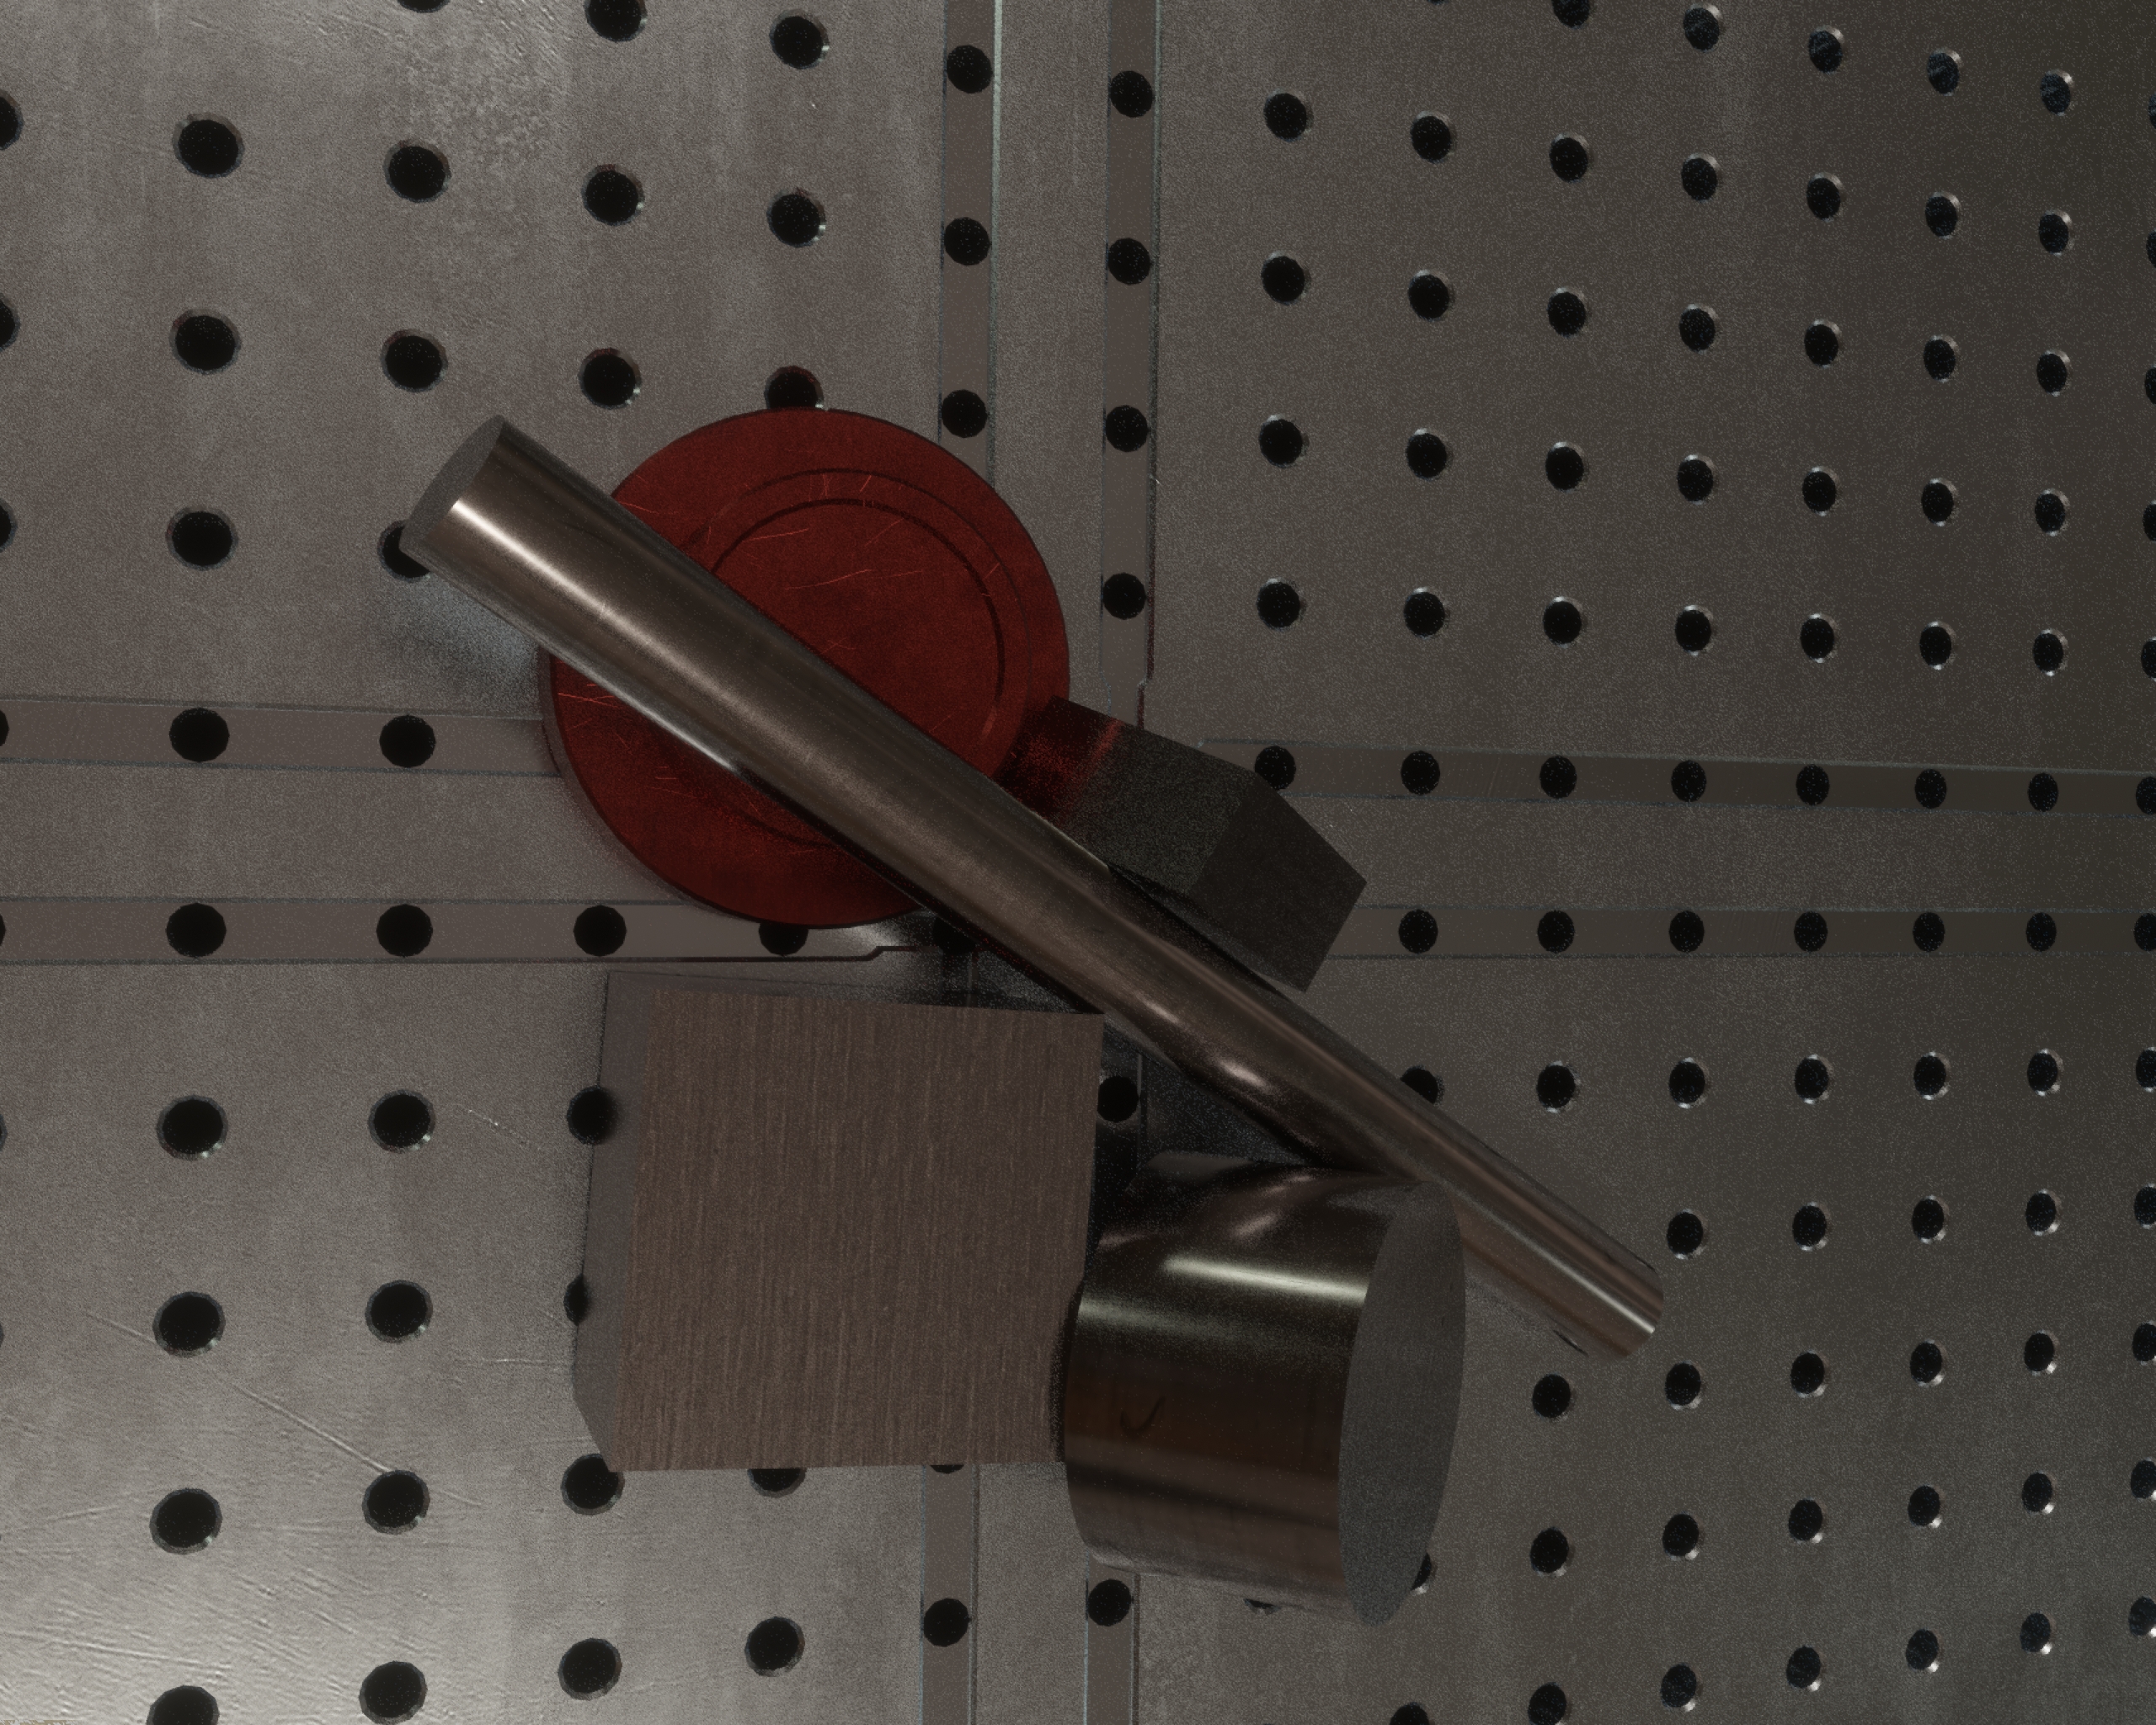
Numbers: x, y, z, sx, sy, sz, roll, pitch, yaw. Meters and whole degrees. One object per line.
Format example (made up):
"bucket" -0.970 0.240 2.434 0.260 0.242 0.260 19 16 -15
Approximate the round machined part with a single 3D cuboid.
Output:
"round machined part" -0.047 -0.036 0.387 0.099 0.042 0.097 0 90 -21

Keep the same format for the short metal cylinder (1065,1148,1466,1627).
"short metal cylinder" 0.038 0.097 0.392 0.080 0.050 0.079 4 90 -65

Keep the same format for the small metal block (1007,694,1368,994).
"small metal block" 0.019 -0.003 0.397 0.025 0.050 0.050 -60 142 -7

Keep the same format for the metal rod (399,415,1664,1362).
"metal rod" 0.012 0.021 0.384 0.301 0.025 0.025 36 78 -30

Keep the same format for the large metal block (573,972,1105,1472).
"large metal block" -0.045 0.064 0.381 0.081 0.050 0.080 5 88 -20
